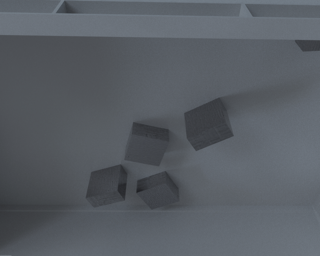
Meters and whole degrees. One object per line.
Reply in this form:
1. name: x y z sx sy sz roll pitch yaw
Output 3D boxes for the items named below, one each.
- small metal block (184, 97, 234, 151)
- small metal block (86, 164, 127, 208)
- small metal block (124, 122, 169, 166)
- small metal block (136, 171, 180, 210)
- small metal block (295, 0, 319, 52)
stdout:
1. small metal block: 0.060 -0.005 0.389 0.050 0.050 0.025 -24 126 19
2. small metal block: -0.079 0.087 0.466 0.050 0.050 0.025 -16 129 12
3. small metal block: -0.019 0.023 0.429 0.050 0.025 0.050 12 129 -11
4. small metal block: -0.003 0.100 0.495 0.050 0.025 0.050 -21 127 17
5. small metal block: 0.174 -0.109 0.319 0.050 0.025 0.050 -3 130 1
